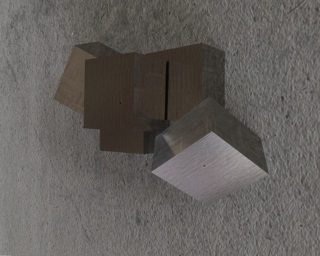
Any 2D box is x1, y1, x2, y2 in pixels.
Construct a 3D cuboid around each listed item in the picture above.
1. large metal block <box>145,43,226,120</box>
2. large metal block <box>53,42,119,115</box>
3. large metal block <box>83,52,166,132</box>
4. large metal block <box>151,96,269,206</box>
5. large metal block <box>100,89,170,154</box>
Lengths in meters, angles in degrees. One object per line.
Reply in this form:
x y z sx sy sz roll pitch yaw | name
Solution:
0.029 -0.049 0.365 0.080 0.050 0.079 0 90 39 | large metal block
-0.095 -0.072 0.438 0.050 0.080 0.080 29 112 1 | large metal block
-0.041 -0.038 0.354 0.080 0.050 0.079 3 92 39 | large metal block
0.050 0.027 0.320 0.080 0.080 0.050 -38 29 33 | large metal block
-0.034 -0.009 0.414 0.080 0.050 0.079 0 90 39 | large metal block
